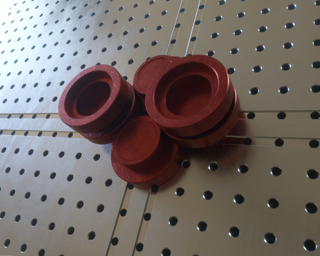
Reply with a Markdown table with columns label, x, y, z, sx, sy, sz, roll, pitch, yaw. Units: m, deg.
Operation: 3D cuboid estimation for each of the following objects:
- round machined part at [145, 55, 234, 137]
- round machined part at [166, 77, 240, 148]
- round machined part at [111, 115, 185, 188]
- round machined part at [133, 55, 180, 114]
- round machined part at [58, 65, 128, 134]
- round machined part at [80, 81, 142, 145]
| label | x | y | z | sx | sy | sz | roll | pitch | yaw |
| --- | --- | --- | --- | --- | --- | --- | --- | --- | --- |
| round machined part | 0.036 | -0.033 | 0.357 | 0.098 | 0.042 | 0.098 | -13 | 56 | 21 |
| round machined part | 0.050 | -0.019 | 0.383 | 0.098 | 0.042 | 0.098 | -13 | 56 | 21 |
| round machined part | -0.021 | 0.023 | 0.394 | 0.098 | 0.042 | 0.098 | -13 | 56 | 21 |
| round machined part | 0.002 | -0.063 | 0.436 | 0.098 | 0.042 | 0.098 | -13 | 56 | 21 |
| round machined part | -0.086 | -0.035 | 0.423 | 0.098 | 0.042 | 0.098 | -13 | 56 | 21 |
| round machined part | -0.070 | -0.020 | 0.447 | 0.098 | 0.042 | 0.098 | -13 | 56 | 21 |
